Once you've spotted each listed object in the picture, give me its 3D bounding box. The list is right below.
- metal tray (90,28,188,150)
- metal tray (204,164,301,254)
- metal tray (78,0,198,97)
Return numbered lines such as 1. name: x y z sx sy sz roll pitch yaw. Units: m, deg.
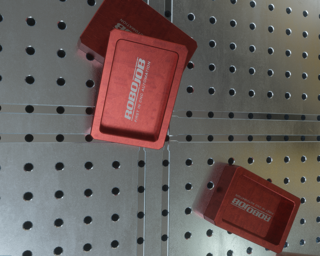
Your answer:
1. metal tray: -0.027 -0.044 0.373 0.091 0.030 0.129 10 106 -13
2. metal tray: 0.141 0.121 0.463 0.131 0.030 0.090 29 80 -18
3. metal tray: -0.026 -0.108 0.401 0.130 0.030 0.090 32 79 -18
